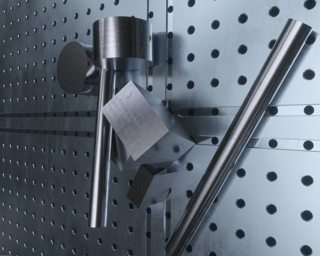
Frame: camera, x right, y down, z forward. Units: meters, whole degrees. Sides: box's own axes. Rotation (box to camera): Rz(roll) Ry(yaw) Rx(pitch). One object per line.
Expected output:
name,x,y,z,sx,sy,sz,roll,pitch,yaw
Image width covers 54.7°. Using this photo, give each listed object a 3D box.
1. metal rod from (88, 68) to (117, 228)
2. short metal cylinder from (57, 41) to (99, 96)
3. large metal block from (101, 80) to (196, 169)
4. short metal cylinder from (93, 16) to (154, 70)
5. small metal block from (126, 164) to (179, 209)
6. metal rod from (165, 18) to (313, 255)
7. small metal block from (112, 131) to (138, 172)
metal rod,-0.080,-0.014,0.446,0.025,0.025,0.299,-6,78,40
short metal cylinder,-0.119,-0.092,0.492,0.080,0.050,0.080,0,90,40
large metal block,-0.012,-0.001,0.376,0.050,0.080,0.080,-42,63,12
short metal cylinder,-0.049,-0.110,0.414,0.080,0.081,0.050,-1,89,40
small metal block,-0.009,0.072,0.401,0.025,0.050,0.050,38,113,33
metal rod,0.076,0.028,0.346,0.025,0.025,0.298,38,113,33
small metal block,-0.051,0.027,0.451,0.050,0.025,0.050,43,116,31
